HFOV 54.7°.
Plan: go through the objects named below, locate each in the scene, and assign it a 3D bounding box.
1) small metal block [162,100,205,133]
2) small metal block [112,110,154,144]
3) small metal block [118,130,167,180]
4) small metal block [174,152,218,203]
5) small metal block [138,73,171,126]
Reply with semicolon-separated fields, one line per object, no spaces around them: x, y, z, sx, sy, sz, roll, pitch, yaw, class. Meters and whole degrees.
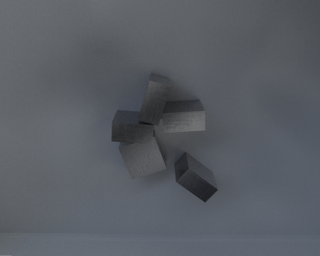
0.029;-0.016;0.392;0.050;0.050;0.025;-3;111;1;small metal block
-0.033;-0.002;0.397;0.050;0.050;0.025;4;110;-2;small metal block
-0.023;0.037;0.424;0.050;0.025;0.050;-18;109;6;small metal block
0.048;0.066;0.423;0.050;0.050;0.025;37;106;-13;small metal block
-0.007;-0.037;0.384;0.025;0.050;0.050;16;109;-6;small metal block
